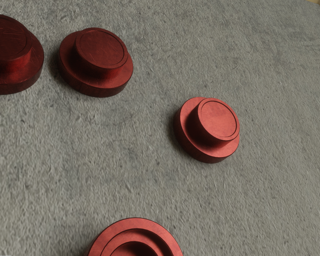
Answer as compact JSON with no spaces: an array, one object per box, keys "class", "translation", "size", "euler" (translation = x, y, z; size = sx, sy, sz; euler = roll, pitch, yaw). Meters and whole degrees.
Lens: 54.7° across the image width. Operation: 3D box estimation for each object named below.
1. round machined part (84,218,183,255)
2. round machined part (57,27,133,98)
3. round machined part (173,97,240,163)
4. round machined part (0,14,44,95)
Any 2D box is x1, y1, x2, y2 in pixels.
[{"class":"round machined part","translation":[-0.028,0.139,0.293],"size":[0.099,0.042,0.098],"euler":[14,56,-21]},{"class":"round machined part","translation":[-0.081,-0.092,0.405],"size":[0.099,0.042,0.098],"euler":[14,56,-21]},{"class":"round machined part","translation":[0.071,-0.003,0.433],"size":[0.099,0.042,0.098],"euler":[14,56,-21]},{"class":"round machined part","translation":[-0.182,-0.089,0.349],"size":[0.099,0.042,0.098],"euler":[14,56,-21]}]
